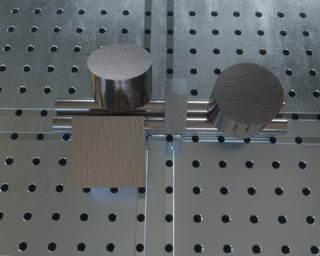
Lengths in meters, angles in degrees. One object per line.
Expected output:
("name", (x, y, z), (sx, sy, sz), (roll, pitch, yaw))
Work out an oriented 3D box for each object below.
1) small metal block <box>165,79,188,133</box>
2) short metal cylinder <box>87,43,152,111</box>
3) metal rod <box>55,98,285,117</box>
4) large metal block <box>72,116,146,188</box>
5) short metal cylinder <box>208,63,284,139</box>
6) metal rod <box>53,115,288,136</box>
("small metal block", (0.018, -0.027, 0.375), (0.025, 0.050, 0.050), (1, 28, 0))
("short metal cylinder", (-0.050, -0.067, 0.404), (0.081, 0.050, 0.080), (1, 46, 0))
("metal rod", (0.013, -0.027, 0.418), (0.302, 0.025, 0.025), (1, 70, 0))
("large metal block", (-0.058, 0.027, 0.370), (0.081, 0.050, 0.079), (-1, 90, -1))
("short metal cylinder", (0.103, -0.032, 0.381), (0.081, 0.050, 0.080), (0, 70, 0))
("metal rod", (0.013, -0.004, 0.410), (0.302, 0.025, 0.025), (1, 70, 0))
